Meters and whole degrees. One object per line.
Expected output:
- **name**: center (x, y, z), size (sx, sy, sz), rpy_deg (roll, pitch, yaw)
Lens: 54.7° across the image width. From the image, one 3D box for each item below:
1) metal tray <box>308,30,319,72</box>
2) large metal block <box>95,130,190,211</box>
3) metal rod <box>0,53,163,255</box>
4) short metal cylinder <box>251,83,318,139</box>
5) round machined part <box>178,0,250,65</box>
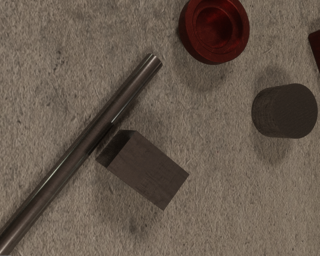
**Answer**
- **metal tray**: center (0.313, -0.114, 0.524), size (0.091, 0.030, 0.129), rpy_deg (-26, 99, -19)
- **large metal block**: center (-0.024, 0.047, 0.372), size (0.080, 0.080, 0.050), rpy_deg (41, 77, -16)
- **metal rod**: center (-0.096, 0.027, 0.374), size (0.025, 0.025, 0.300), rpy_deg (41, 77, -16)
- **short metal cylinder**: center (0.187, -0.025, 0.467), size (0.081, 0.050, 0.079), rpy_deg (0, 90, -21)
- **round machined part**: center (0.070, -0.136, 0.427), size (0.099, 0.042, 0.097), rpy_deg (0, 90, -21)
